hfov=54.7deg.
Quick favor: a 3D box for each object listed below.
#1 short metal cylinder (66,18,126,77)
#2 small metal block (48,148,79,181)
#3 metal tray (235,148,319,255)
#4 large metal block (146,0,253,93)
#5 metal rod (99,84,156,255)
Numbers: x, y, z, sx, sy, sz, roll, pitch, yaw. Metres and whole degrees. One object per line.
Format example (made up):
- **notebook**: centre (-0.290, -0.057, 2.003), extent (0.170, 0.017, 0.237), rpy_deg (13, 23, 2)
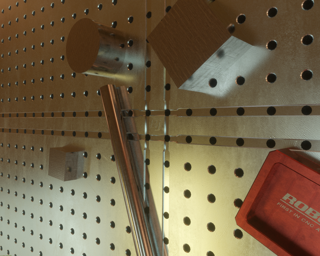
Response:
- **short metal cylinder**: centre (-0.098, -0.120, 0.471), extent (0.080, 0.050, 0.079), rpy_deg (0, 90, 39)
- **small metal block**: centre (-0.171, 0.063, 0.548), extent (0.050, 0.025, 0.050), rpy_deg (9, 96, 39)
- **metal tray**: centre (0.146, 0.088, 0.285), extent (0.130, 0.030, 0.089), rpy_deg (33, 110, 34)
- **large metal block**: centre (0.043, -0.099, 0.356), extent (0.080, 0.050, 0.080), rpy_deg (-43, 64, 31)
- **metal rod**: centre (-0.043, 0.080, 0.442), extent (0.025, 0.025, 0.299), rpy_deg (-24, 75, 37)
